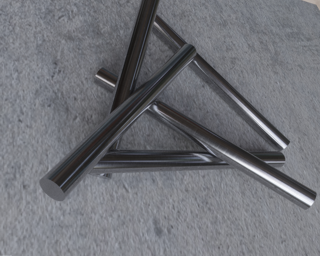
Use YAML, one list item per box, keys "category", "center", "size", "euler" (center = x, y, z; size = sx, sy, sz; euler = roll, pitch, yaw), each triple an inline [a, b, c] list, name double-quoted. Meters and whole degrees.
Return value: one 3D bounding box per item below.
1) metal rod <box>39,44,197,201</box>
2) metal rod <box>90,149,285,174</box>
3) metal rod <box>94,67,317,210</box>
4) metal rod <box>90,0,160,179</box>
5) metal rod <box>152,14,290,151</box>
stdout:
- category: "metal rod"
  center: [-0.022, -0.032, 0.357]
  size: [0.025, 0.025, 0.301]
  euler: [40, 44, -2]
- category: "metal rod"
  center: [0.055, 0.041, 0.391]
  size: [0.302, 0.025, 0.025]
  euler: [3, 60, -34]
- category: "metal rod"
  center: [0.049, 0.008, 0.385]
  size: [0.301, 0.025, 0.025]
  euler: [31, 50, 8]
- category: "metal rod"
  center: [-0.033, -0.085, 0.386]
  size: [0.025, 0.025, 0.299]
  euler: [19, 71, -18]
- category: "metal rod"
  center: [0.091, -0.075, 0.500]
  size: [0.300, 0.025, 0.025]
  euler: [44, 51, 2]
